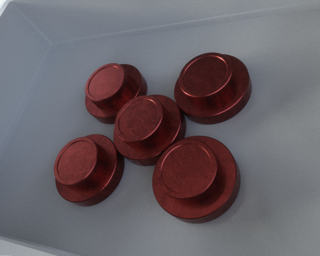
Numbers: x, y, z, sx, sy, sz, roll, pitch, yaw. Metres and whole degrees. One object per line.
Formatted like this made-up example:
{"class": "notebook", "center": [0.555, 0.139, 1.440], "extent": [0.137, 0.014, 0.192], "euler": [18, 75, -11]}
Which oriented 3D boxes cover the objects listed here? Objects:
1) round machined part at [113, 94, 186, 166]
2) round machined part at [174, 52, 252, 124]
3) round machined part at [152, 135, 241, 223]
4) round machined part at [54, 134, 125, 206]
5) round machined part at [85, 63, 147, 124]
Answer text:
{"class": "round machined part", "center": [-0.019, -0.003, 0.403], "extent": [0.098, 0.042, 0.098], "euler": [-13, 56, 20]}
{"class": "round machined part", "center": [0.063, -0.057, 0.394], "extent": [0.098, 0.042, 0.098], "euler": [-13, 56, 20]}
{"class": "round machined part", "center": [0.035, 0.051, 0.342], "extent": [0.098, 0.042, 0.098], "euler": [-13, 56, 20]}
{"class": "round machined part", "center": [-0.100, 0.051, 0.413], "extent": [0.098, 0.042, 0.098], "euler": [-13, 56, 20]}
{"class": "round machined part", "center": [-0.072, -0.058, 0.465], "extent": [0.098, 0.042, 0.098], "euler": [-13, 56, 20]}
